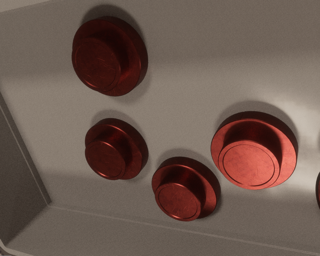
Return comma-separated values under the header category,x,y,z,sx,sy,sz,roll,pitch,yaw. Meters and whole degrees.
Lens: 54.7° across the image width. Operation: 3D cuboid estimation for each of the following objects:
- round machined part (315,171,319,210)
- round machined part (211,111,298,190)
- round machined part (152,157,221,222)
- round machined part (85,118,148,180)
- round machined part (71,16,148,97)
category,x,y,z,sx,sy,sz,roll,pitch,yaw
round machined part,0.191,0.066,0.298,0.042,0.098,0.097,-3,123,-10
round machined part,0.106,0.033,0.361,0.098,0.042,0.097,13,124,20
round machined part,0.032,0.092,0.437,0.098,0.042,0.097,13,124,20
round machined part,-0.070,0.038,0.456,0.098,0.042,0.097,13,124,20
round machined part,-0.068,-0.083,0.381,0.098,0.042,0.097,13,124,20
